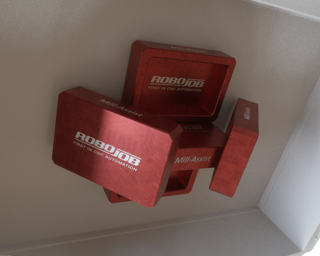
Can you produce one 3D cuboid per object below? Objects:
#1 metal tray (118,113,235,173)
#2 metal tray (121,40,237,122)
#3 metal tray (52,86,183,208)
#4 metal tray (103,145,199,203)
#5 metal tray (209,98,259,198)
[{"bbox_3d":[0.018,0.014,0.383,0.131,0.090,0.030,0,118,-29],"label":"metal tray"},{"bbox_3d":[0.023,-0.053,0.383,0.131,0.030,0.089,-1,119,-29],"label":"metal tray"},{"bbox_3d":[-0.050,0.019,0.331,0.030,0.130,0.089,-40,148,-61],"label":"metal tray"},{"bbox_3d":[-0.006,0.053,0.431,0.131,0.030,0.089,0,118,-29],"label":"metal tray"},{"bbox_3d":[0.101,0.020,0.415,0.030,0.130,0.089,19,115,10],"label":"metal tray"}]
